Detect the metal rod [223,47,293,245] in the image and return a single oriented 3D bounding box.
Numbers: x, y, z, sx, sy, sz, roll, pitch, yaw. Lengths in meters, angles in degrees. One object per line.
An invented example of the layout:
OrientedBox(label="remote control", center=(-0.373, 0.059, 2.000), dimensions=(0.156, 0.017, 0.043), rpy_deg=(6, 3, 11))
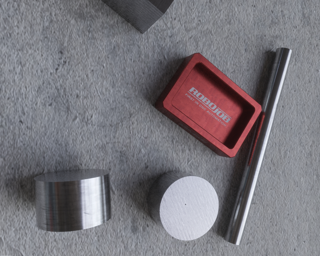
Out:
OrientedBox(label="metal rod", center=(0.148, 0.023, 0.464), dimensions=(0.025, 0.025, 0.299), rpy_deg=(20, 83, -19))

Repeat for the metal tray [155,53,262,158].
OrientedBox(label="metal tray", center=(0.070, -0.029, 0.432), dimensions=(0.130, 0.030, 0.090), rpy_deg=(36, 78, -17))

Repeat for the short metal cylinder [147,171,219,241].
OrientedBox(label="short metal cylinder", center=(0.029, 0.099, 0.407), dimensions=(0.081, 0.050, 0.080), rpy_deg=(0, 90, -20))

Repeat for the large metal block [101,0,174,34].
OrientedBox(label="large metal block", center=(-0.027, -0.168, 0.370), dimensions=(0.080, 0.080, 0.050), rpy_deg=(36, 79, -17))

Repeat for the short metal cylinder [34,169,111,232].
OrientedBox(label="short metal cylinder", center=(-0.096, 0.077, 0.345), dimensions=(0.081, 0.080, 0.050), rpy_deg=(-3, 91, -20))
